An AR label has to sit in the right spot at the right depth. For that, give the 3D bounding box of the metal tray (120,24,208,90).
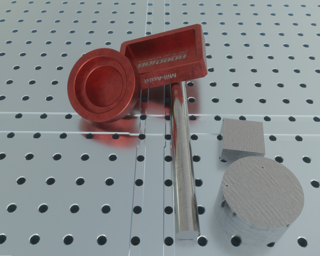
[{"bbox_3d":[0.002,-0.105,0.466,0.130,0.030,0.090,-9,49,15],"label":"metal tray"}]

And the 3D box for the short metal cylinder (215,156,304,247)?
[{"bbox_3d":[0.102,0.077,0.328,0.081,0.050,0.080,0,50,0],"label":"short metal cylinder"}]

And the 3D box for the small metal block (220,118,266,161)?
[{"bbox_3d":[0.104,0.017,0.395,0.050,0.025,0.050,7,50,5],"label":"small metal block"}]

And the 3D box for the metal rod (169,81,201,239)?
[{"bbox_3d":[0.027,-0.006,0.412,0.025,0.025,0.300,0,50,-1],"label":"metal rod"}]

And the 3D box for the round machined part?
[{"bbox_3d":[-0.072,-0.055,0.421,0.098,0.042,0.097,-2,85,17],"label":"round machined part"}]
